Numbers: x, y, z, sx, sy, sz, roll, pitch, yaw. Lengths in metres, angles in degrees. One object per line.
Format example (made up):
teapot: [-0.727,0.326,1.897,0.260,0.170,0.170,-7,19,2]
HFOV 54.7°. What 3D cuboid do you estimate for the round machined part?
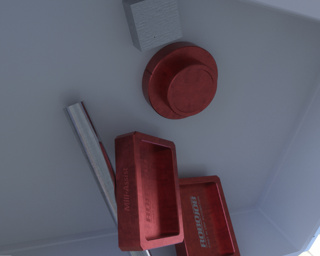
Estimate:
round machined part: [0.031,-0.053,0.383,0.099,0.042,0.097,-14,125,-21]

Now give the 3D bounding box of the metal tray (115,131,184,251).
metal tray: [-0.012,0.076,0.378,0.030,0.129,0.090,-15,161,32]

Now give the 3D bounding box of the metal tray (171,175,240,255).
metal tray: [0.062,0.141,0.469,0.091,0.130,0.030,1,156,-29]

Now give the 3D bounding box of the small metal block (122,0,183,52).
small metal block: [-0.007,-0.117,0.334,0.050,0.025,0.050,-24,128,-14]

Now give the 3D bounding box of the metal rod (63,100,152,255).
metal rod: [-0.042,0.110,0.370,0.025,0.025,0.298,-24,101,-14]
